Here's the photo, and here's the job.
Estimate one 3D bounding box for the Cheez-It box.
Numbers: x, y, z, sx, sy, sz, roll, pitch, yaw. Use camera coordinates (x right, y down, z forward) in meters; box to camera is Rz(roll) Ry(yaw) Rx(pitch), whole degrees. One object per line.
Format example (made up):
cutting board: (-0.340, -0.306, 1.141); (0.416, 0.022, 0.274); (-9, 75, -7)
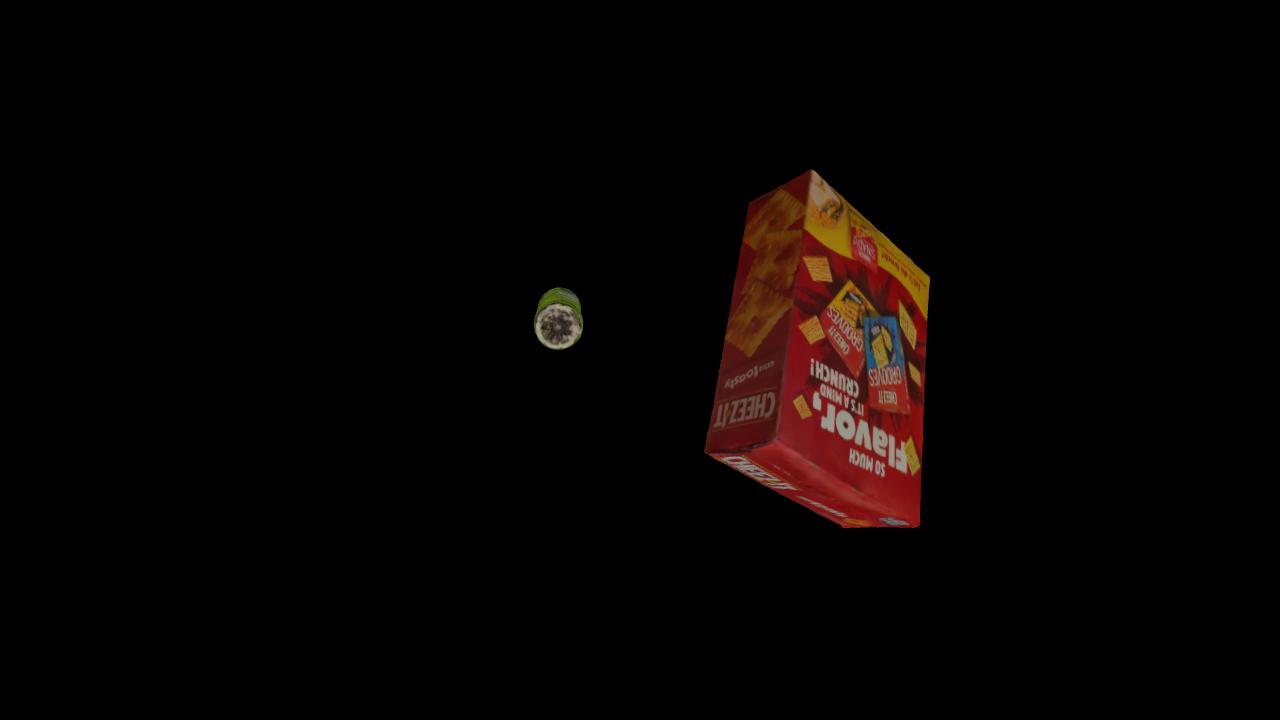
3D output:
Cheez-It box: (0.144, -0.005, 0.464); (0.166, 0.223, 0.071); (30, -30, -29)

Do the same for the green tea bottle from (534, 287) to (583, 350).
green tea bottle: (-0.123, -0.072, 0.944); (0.073, 0.073, 0.212); (0, 15, -5)
